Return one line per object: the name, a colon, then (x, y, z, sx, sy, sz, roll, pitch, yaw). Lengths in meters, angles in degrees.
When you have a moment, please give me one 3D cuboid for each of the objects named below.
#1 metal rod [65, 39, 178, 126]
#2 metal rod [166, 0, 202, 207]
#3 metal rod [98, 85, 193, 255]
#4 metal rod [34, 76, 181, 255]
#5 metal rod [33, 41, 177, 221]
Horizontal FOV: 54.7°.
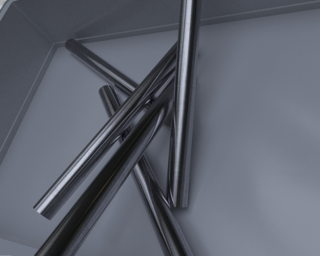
metal rod: (-0.077, -0.086, 0.499, 0.025, 0.025, 0.300, -48, 51, -5)
metal rod: (0.030, -0.061, 0.361, 0.025, 0.025, 0.298, 1, 83, 29)
metal rod: (-0.030, 0.038, 0.382, 0.025, 0.025, 0.300, -35, 46, 5)
metal rod: (-0.024, 0.015, 0.330, 0.025, 0.025, 0.301, 2, 37, 29)
metal rod: (-0.045, -0.015, 0.397, 0.025, 0.025, 0.301, 23, 66, 36)
